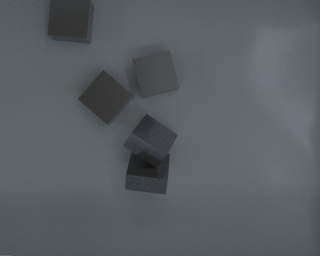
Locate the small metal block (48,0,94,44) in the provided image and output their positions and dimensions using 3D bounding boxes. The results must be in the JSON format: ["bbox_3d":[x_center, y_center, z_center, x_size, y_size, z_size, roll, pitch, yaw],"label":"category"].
[{"bbox_3d":[-0.117,-0.142,0.410,0.050,0.025,0.050,5,90,-1],"label":"small metal block"}]

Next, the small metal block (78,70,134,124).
[{"bbox_3d":[-0.070,-0.040,0.410,0.050,0.025,0.050,41,90,-1],"label":"small metal block"}]

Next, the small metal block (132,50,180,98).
[{"bbox_3d":[-0.005,-0.071,0.411,0.050,0.025,0.050,-15,90,-1],"label":"small metal block"}]

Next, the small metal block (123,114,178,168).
[{"bbox_3d":[-0.011,0.016,0.396,0.050,0.050,0.025,34,125,0],"label":"small metal block"}]

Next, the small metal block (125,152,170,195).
[{"bbox_3d":[-0.015,0.055,0.396,0.050,0.050,0.025,7,123,-1],"label":"small metal block"}]
